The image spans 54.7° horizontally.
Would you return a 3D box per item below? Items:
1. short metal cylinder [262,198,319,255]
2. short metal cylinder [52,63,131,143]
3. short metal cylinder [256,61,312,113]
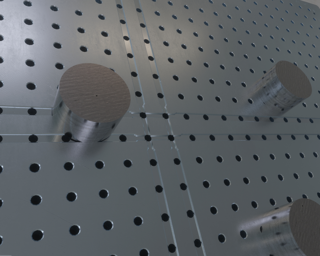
[{"bbox_3d":[0.183,0.138,0.406,0.081,0.050,0.080,14,56,-21],"label":"short metal cylinder"},{"bbox_3d":[-0.081,-0.029,0.366,0.081,0.050,0.080,14,56,-21],"label":"short metal cylinder"},{"bbox_3d":[0.222,-0.074,0.556,0.081,0.050,0.080,14,56,-21],"label":"short metal cylinder"}]
